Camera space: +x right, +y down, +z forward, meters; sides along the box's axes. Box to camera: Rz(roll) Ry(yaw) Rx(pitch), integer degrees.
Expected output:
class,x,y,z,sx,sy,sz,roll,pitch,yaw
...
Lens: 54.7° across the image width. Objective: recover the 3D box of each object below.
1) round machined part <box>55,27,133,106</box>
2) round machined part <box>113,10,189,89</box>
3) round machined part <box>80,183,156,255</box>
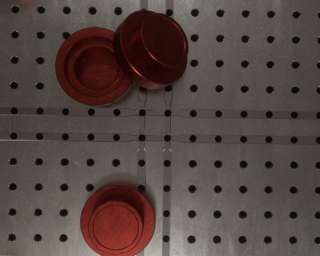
class,x,y,z,sx,sy,sz,roll,pitch,yaw
round machined part,-0.081,-0.077,0.404,0.099,0.042,0.097,0,90,-1
round machined part,-0.004,-0.100,0.381,0.099,0.042,0.098,9,73,-32
round machined part,-0.055,0.124,0.404,0.099,0.042,0.097,0,90,-1
